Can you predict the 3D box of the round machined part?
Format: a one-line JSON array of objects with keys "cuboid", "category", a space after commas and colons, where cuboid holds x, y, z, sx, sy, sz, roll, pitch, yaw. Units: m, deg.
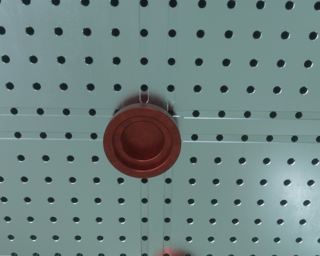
[{"cuboid": [-0.022, 0.014, 0.409, 0.099, 0.042, 0.097, 0, 110, 0], "category": "round machined part"}]
